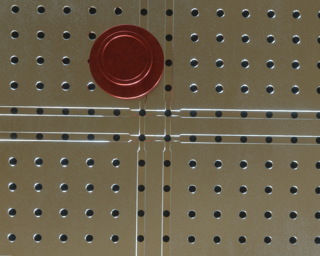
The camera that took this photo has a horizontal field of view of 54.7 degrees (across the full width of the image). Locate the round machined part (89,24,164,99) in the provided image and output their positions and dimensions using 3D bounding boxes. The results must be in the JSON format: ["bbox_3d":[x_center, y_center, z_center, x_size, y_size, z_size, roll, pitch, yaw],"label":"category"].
[{"bbox_3d":[-0.043,-0.087,0.404,0.099,0.042,0.097,0,90,-1],"label":"round machined part"}]
